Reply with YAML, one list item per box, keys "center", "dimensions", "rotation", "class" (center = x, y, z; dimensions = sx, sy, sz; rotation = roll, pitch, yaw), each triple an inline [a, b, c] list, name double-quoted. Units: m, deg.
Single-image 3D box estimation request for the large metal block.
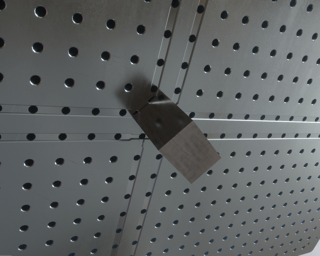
- center: [0.021, 0.012, 0.393]
  dimensions: [0.050, 0.080, 0.080]
  rotation: [-41, 130, 0]
  class: "large metal block"
